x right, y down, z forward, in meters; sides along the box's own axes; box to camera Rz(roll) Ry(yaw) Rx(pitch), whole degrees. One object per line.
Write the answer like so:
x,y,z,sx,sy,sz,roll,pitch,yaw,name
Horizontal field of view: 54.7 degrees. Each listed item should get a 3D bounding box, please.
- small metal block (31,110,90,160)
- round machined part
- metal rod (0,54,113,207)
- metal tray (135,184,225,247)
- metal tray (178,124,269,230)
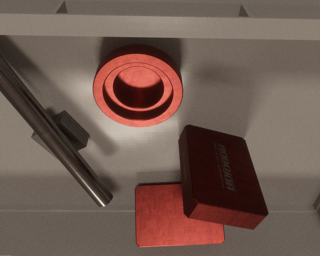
-0.133,0.010,0.416,0.050,0.025,0.050,-25,126,19,small metal block
-0.024,-0.051,0.354,0.099,0.042,0.097,-1,130,0,round machined part
-0.146,-0.012,0.368,0.025,0.025,0.299,-22,119,17,metal rod
0.029,0.133,0.479,0.131,0.090,0.030,-3,165,2,metal tray
0.073,0.056,0.389,0.091,0.130,0.030,14,129,-12,metal tray
